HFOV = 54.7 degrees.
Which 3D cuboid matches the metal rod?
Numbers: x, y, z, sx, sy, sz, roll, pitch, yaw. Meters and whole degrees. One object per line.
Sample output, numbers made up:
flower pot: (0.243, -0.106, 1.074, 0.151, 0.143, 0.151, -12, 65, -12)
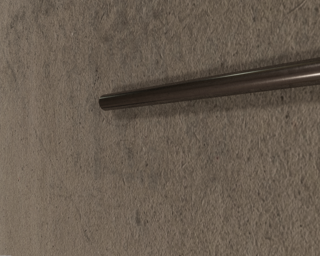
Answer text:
metal rod: (0.033, -0.045, 0.375, 0.300, 0.025, 0.025, -3, 88, 39)
